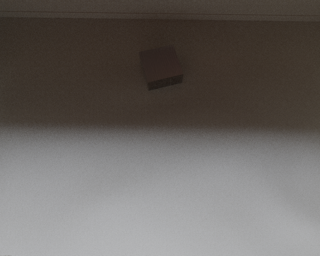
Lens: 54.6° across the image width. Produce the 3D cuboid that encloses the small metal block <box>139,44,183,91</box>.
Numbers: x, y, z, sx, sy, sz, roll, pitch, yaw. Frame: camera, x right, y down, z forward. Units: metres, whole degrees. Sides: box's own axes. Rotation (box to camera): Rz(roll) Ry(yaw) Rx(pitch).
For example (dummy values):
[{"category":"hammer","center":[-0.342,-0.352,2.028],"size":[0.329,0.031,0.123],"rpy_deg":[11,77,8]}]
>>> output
[{"category":"small metal block","center":[0.001,-0.086,0.441],"size":[0.050,0.025,0.050],"rpy_deg":[-14,71,-5]}]
